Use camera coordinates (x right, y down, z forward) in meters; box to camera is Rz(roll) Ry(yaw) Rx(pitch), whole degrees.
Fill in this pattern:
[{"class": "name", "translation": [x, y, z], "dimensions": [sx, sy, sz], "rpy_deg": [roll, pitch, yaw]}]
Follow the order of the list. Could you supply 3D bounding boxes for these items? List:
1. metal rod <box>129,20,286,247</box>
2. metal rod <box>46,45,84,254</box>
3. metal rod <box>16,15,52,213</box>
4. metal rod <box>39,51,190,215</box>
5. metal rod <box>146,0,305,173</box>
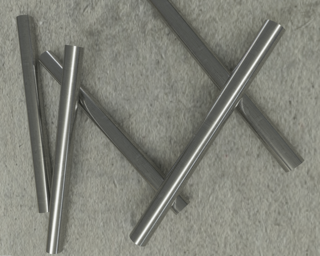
[{"class": "metal rod", "translation": [0.049, 0.014, 0.363], "dimensions": [0.025, 0.025, 0.299], "rpy_deg": [34, 101, 16]}, {"class": "metal rod", "translation": [-0.136, 0.036, 0.437], "dimensions": [0.025, 0.025, 0.298], "rpy_deg": [12, 101, 19]}, {"class": "metal rod", "translation": [-0.190, -0.023, 0.474], "dimensions": [0.025, 0.025, 0.298], "rpy_deg": [-9, 87, 19]}, {"class": "metal rod", "translation": [-0.071, -0.002, 0.432], "dimensions": [0.300, 0.025, 0.025], "rpy_deg": [46, 104, 14]}, {"class": "metal rod", "translation": [0.068, -0.074, 0.384], "dimensions": [0.025, 0.025, 0.299], "rpy_deg": [-40, 78, 15]}]
